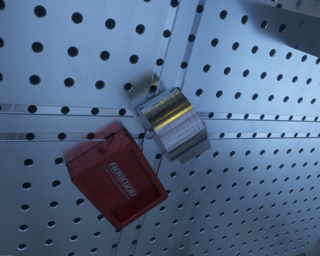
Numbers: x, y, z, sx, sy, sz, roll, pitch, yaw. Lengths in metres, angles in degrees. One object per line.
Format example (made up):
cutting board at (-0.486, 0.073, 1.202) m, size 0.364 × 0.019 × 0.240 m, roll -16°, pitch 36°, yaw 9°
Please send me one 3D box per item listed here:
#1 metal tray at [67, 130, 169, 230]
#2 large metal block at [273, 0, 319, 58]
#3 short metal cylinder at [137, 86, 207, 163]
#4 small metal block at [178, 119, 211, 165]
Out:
metal tray at (-0.052, 0.075, 0.425) m, size 0.090 × 0.030 × 0.130 m, roll -33°, pitch 129°, yaw -7°
large metal block at (0.207, -0.139, 0.403) m, size 0.050 × 0.080 × 0.080 m, roll -45°, pitch 129°, yaw 3°
short metal cylinder at (0.014, -0.004, 0.380) m, size 0.050 × 0.080 × 0.080 m, roll -32°, pitch 129°, yaw -7°
small metal block at (0.042, 0.017, 0.444) m, size 0.050 × 0.025 × 0.050 m, roll -28°, pitch 128°, yaw -11°
